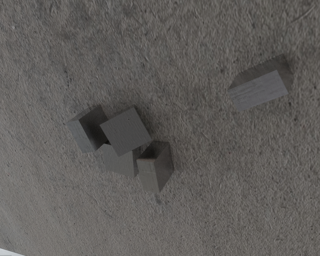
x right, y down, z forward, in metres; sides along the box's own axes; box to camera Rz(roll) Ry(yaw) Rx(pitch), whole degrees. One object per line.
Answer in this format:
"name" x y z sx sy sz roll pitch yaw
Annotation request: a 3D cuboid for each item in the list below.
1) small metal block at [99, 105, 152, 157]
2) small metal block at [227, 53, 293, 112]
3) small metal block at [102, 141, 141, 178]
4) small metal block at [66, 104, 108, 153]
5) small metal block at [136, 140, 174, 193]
"small metal block" -0.045 0.003 0.416 0.050 0.025 0.050 -28 103 3
"small metal block" 0.101 -0.046 0.309 0.050 0.050 0.025 -22 107 36
"small metal block" -0.056 0.042 0.462 0.050 0.025 0.050 12 124 21
"small metal block" -0.098 0.001 0.443 0.025 0.050 0.050 -11 113 33
"small metal block" -0.005 0.052 0.426 0.025 0.050 0.050 5 121 26
